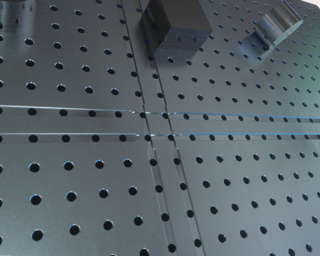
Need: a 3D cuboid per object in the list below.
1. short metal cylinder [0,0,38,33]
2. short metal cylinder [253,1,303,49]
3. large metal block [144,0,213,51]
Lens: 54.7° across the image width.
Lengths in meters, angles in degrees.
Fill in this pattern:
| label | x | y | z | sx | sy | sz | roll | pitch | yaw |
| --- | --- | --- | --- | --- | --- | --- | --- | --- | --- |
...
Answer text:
| label | x | y | z | sx | sy | sz | roll | pitch | yaw |
| --- | --- | --- | --- | --- | --- | --- | --- | --- | --- |
| short metal cylinder | -0.197 | -0.168 | 0.388 | 0.081 | 0.050 | 0.080 | 14 | 56 | -21 |
| short metal cylinder | 0.238 | -0.207 | 0.627 | 0.081 | 0.080 | 0.050 | -29 | 78 | -37 |
| large metal block | 0.029 | -0.178 | 0.516 | 0.081 | 0.050 | 0.080 | -5 | 64 | -30 |
